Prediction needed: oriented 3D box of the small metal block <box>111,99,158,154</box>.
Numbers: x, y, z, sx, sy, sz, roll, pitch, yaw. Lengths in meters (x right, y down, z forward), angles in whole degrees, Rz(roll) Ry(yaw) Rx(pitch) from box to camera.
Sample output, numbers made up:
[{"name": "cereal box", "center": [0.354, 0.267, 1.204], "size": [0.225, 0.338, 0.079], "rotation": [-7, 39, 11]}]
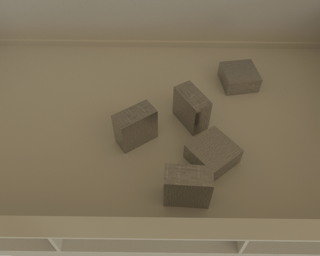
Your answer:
[{"name": "small metal block", "center": [-0.031, -0.001, 0.390], "size": [0.050, 0.050, 0.025], "rotation": [-27, 55, -21]}]

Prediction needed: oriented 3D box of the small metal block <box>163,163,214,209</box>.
[{"name": "small metal block", "center": [0.030, 0.064, 0.335], "size": [0.050, 0.050, 0.025], "rotation": [3, 50, 2]}]

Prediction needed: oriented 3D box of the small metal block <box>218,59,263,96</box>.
[{"name": "small metal block", "center": [0.120, -0.077, 0.471], "size": [0.050, 0.025, 0.050], "rotation": [-6, 50, -6]}]

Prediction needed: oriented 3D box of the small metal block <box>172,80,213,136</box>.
[{"name": "small metal block", "center": [0.041, -0.026, 0.411], "size": [0.025, 0.050, 0.050], "rotation": [-25, 55, -19]}]

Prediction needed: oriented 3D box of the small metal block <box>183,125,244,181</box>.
[{"name": "small metal block", "center": [0.064, 0.032, 0.379], "size": [0.050, 0.025, 0.050], "rotation": [-31, 57, -24]}]
